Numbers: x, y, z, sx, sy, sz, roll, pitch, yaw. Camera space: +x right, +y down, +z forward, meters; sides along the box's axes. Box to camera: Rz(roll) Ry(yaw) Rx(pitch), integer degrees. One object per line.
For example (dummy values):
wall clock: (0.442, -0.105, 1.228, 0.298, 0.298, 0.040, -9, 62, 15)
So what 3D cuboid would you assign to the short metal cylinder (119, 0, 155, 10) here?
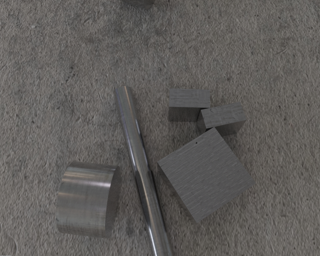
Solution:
short metal cylinder: (-0.031, -0.225, 0.461, 0.050, 0.080, 0.080, 21, 71, 7)

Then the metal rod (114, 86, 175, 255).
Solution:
metal rod: (-0.013, 0.085, 0.377, 0.025, 0.025, 0.299, -14, 71, -5)

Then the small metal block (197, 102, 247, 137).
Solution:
small metal block: (0.077, -0.007, 0.398, 0.050, 0.050, 0.025, -12, 70, -5)

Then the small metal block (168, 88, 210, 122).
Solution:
small metal block: (0.037, -0.028, 0.406, 0.050, 0.050, 0.025, 2, 70, 0)

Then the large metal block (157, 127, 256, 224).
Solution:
large metal block: (0.052, 0.059, 0.374, 0.080, 0.050, 0.080, -31, 73, -11)

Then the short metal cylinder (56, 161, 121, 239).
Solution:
short metal cylinder: (-0.077, 0.080, 0.349, 0.050, 0.080, 0.080, 6, 70, 2)
